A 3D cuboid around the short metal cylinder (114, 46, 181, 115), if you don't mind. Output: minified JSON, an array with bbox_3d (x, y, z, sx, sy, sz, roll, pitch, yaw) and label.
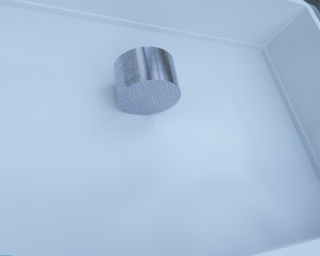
[{"bbox_3d":[-0.017,-0.058,0.398,0.081,0.080,0.050,5,60,-26],"label":"short metal cylinder"}]
